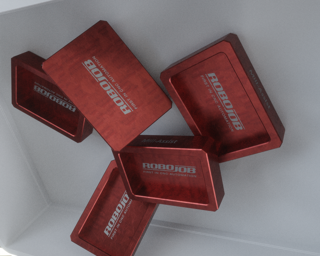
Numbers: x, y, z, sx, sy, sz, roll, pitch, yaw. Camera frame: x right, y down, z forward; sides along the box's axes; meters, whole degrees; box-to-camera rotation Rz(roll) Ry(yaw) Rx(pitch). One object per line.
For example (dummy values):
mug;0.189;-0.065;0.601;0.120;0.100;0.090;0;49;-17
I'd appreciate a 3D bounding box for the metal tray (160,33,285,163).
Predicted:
metal tray;0.071;-0.027;0.350;0.090;0.030;0.130;-22;107;35

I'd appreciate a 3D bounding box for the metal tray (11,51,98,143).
metal tray;-0.157;-0.045;0.457;0.130;0.030;0.089;28;128;10

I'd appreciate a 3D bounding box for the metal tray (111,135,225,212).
metal tray;0.009;0.055;0.395;0.130;0.030;0.089;0;119;29

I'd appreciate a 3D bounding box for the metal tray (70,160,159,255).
metal tray;-0.058;0.123;0.453;0.090;0.130;0.030;25;168;12

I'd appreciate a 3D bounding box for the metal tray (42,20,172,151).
metal tray;-0.060;-0.048;0.368;0.130;0.090;0.030;51;170;-8
